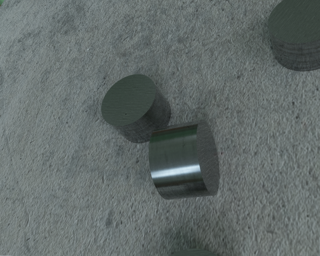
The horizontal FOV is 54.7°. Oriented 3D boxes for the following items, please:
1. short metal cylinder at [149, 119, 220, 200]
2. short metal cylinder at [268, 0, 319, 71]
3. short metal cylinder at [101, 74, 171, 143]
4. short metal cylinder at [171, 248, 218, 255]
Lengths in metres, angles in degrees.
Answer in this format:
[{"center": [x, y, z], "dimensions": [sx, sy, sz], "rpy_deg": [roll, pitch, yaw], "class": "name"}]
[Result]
[{"center": [0.028, 0.034, 0.333], "dimensions": [0.050, 0.080, 0.080], "rpy_deg": [-11, 57, 22], "class": "short metal cylinder"}, {"center": [0.174, -0.114, 0.367], "dimensions": [0.080, 0.050, 0.080], "rpy_deg": [-13, 56, 21], "class": "short metal cylinder"}, {"center": [-0.032, -0.026, 0.420], "dimensions": [0.080, 0.050, 0.080], "rpy_deg": [-13, 56, 21], "class": "short metal cylinder"}, {"center": [0.038, 0.153, 0.274], "dimensions": [0.080, 0.050, 0.080], "rpy_deg": [-13, 56, 21], "class": "short metal cylinder"}]
